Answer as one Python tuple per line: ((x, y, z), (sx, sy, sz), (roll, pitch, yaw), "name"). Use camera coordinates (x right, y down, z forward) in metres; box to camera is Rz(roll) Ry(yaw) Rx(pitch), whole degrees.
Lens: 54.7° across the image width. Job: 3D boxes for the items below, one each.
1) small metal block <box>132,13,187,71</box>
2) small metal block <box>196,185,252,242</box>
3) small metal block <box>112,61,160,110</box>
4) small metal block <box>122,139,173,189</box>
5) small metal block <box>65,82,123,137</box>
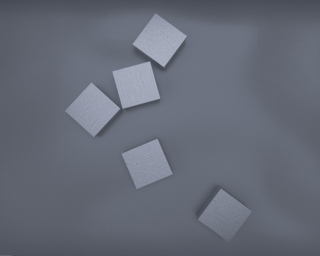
((0.000, -0.113, 0.411), (0.050, 0.025, 0.050), (36, 90, 0), "small metal block")
((0.084, 0.113, 0.412), (0.050, 0.025, 0.050), (37, 90, 0), "small metal block")
((-0.030, -0.055, 0.411), (0.050, 0.025, 0.050), (-15, 90, 0), "small metal block")
((-0.016, 0.046, 0.411), (0.050, 0.025, 0.050), (-23, 90, 0), "small metal block")
((-0.087, -0.024, 0.411), (0.050, 0.025, 0.050), (43, 90, 0), "small metal block")
